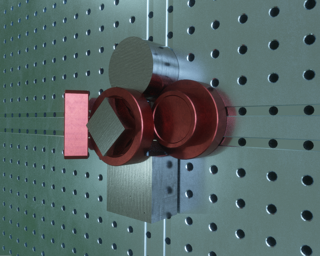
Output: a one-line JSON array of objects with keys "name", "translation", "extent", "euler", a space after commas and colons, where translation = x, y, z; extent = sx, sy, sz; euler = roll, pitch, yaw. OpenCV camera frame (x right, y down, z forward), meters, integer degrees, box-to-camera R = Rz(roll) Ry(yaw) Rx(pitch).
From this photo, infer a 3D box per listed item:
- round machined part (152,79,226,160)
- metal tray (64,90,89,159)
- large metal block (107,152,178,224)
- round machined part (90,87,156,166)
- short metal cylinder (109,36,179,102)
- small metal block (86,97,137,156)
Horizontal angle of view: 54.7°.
[{"name": "round machined part", "translation": [0.026, -0.010, 0.375], "extent": [0.098, 0.042, 0.097], "euler": [0, 90, 40]}, {"name": "metal tray", "translation": [-0.122, -0.006, 0.460], "extent": [0.130, 0.030, 0.089], "euler": [-175, 86, -77]}, {"name": "large metal block", "translation": [-0.024, 0.072, 0.410], "extent": [0.080, 0.050, 0.080], "euler": [1, 91, 40]}, {"name": "round machined part", "translation": [-0.044, -0.002, 0.397], "extent": [0.098, 0.042, 0.097], "euler": [0, 90, 40]}, {"name": "short metal cylinder", "translation": [-0.022, -0.076, 0.411], "extent": [0.080, 0.050, 0.080], "euler": [0, 90, 40]}, {"name": "small metal block", "translation": [-0.058, -0.001, 0.377], "extent": [0.050, 0.025, 0.050], "euler": [-49, 61, 29]}]
